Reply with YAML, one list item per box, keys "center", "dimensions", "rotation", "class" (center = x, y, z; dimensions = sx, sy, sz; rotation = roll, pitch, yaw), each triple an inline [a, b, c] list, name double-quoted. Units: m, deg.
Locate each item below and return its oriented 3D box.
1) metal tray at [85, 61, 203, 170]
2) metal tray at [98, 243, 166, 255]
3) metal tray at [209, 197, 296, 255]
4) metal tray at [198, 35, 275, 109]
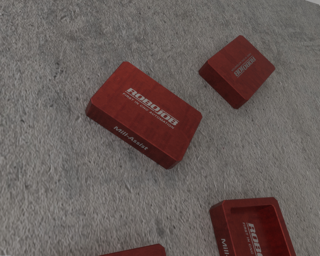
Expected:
- center: [-0.017, -0.018, 0.402]
  dimensions: [0.130, 0.030, 0.090]
  rotation: [35, 51, -5]
  class: "metal tray"
- center: [-0.050, 0.162, 0.275]
  dimensions: [0.131, 0.030, 0.090]
  rotation: [0, 62, -28]
  class: "metal tray"
- center: [0.118, 0.152, 0.370]
  dimensions: [0.091, 0.030, 0.130]
  rotation: [4, 60, -27]
  class: "metal tray"
- center: [0.136, -0.100, 0.534]
  dimensions: [0.090, 0.030, 0.131]
  rotation: [45, 51, 3]
  class: "metal tray"
